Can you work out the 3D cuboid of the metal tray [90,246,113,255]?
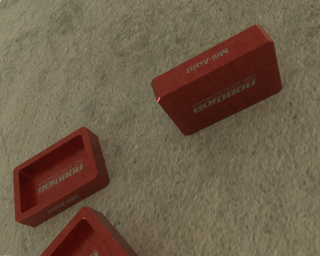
[{"bbox_3d":[-0.041,0.192,0.303,0.130,0.030,0.090,28,76,37],"label":"metal tray"}]

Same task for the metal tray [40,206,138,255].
[{"bbox_3d":[-0.088,0.157,0.309,0.130,0.030,0.090,-49,52,-7],"label":"metal tray"}]

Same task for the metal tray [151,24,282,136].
[{"bbox_3d":[0.067,-0.048,0.355,0.130,0.090,0.030,-27,53,11],"label":"metal tray"}]

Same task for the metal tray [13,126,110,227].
[{"bbox_3d":[-0.141,0.067,0.431,0.130,0.030,0.090,-30,52,8],"label":"metal tray"}]
